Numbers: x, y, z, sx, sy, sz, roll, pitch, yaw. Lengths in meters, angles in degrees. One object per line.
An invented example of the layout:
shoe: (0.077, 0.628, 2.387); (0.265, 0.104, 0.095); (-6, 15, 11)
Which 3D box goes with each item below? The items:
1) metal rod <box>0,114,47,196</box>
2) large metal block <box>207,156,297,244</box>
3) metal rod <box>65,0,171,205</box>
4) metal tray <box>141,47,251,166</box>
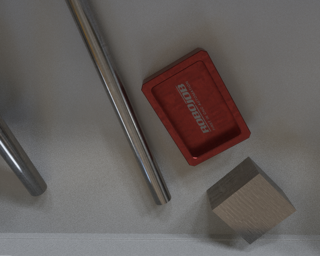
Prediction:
metal rod: (-0.195, -0.019, 0.340); (0.025, 0.025, 0.298); (-8, 134, 3)
large metal block: (0.126, 0.102, 0.437); (0.080, 0.050, 0.080); (-43, 105, 14)
metal rod: (-0.048, -0.027, 0.400); (0.025, 0.025, 0.298); (-20, 109, 6)
metal tray: (0.047, -0.025, 0.400); (0.090, 0.030, 0.130); (-30, 108, 10)
